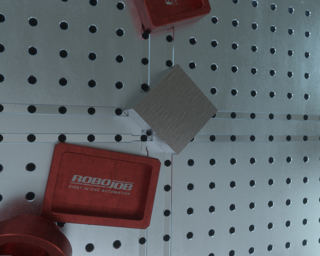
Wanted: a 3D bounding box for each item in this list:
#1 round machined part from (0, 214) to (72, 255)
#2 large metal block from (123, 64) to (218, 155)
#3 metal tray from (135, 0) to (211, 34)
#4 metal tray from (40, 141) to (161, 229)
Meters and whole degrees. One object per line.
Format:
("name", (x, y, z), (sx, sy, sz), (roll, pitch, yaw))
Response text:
("round machined part", (-0.145, 0.133, 0.335), (0.099, 0.042, 0.097), (-3, 120, -4))
("large metal block", (0.013, -0.023, 0.404), (0.080, 0.050, 0.080), (47, 76, -14))
("metal tray", (0.005, -0.202, 0.411), (0.091, 0.030, 0.129), (-21, 97, -19))
("metal tray", (-0.071, 0.072, 0.383), (0.131, 0.030, 0.090), (12, 86, -20))
